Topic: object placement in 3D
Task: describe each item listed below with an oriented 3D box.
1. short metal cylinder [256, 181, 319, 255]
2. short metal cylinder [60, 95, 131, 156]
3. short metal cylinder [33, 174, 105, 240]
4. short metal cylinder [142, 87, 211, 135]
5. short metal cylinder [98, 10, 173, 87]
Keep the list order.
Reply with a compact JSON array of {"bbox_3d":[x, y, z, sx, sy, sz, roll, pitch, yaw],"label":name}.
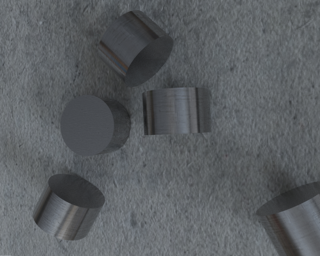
[{"bbox_3d":[0.151,0.097,0.327,0.080,0.080,0.050,-30,81,17],"label":"short metal cylinder"},{"bbox_3d":[-0.087,-0.003,0.425,0.080,0.050,0.079,0,90,19],"label":"short metal cylinder"},{"bbox_3d":[-0.123,0.106,0.422,0.080,0.080,0.050,31,100,17],"label":"short metal cylinder"},{"bbox_3d":[0.020,-0.018,0.372,0.080,0.080,0.050,-3,89,19],"label":"short metal cylinder"},{"bbox_3d":[-0.030,-0.098,0.389,0.050,0.080,0.080,46,104,14],"label":"short metal cylinder"}]
